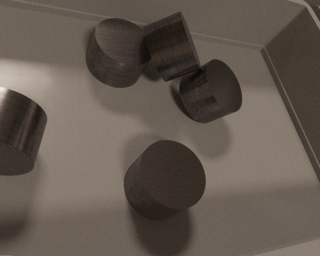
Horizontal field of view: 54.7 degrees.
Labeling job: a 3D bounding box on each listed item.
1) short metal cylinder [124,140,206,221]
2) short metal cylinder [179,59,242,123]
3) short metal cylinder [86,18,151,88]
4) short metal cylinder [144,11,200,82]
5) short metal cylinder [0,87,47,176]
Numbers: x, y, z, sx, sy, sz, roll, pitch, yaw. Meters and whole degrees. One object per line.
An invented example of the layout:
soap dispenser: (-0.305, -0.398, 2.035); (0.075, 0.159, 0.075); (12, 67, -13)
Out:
short metal cylinder: (0.005, 0.061, 0.357); (0.081, 0.050, 0.080); (14, 56, -21)
short metal cylinder: (0.074, -0.052, 0.449); (0.080, 0.050, 0.080); (20, 59, -38)
short metal cylinder: (-0.055, -0.102, 0.423); (0.081, 0.050, 0.080); (14, 56, -21)
short metal cylinder: (0.018, -0.108, 0.418); (0.080, 0.050, 0.080); (-19, 90, -76)
short metal cylinder: (-0.152, 0.005, 0.286); (0.081, 0.080, 0.050); (16, 56, -20)
